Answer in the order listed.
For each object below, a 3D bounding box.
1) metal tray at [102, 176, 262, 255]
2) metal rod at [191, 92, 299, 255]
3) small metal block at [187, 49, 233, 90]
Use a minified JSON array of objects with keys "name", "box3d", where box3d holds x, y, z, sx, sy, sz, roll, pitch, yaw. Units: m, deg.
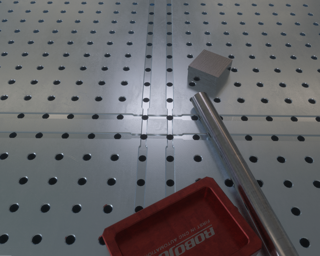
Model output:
[{"name":"metal tray","box3d":[0.021,0.115,0.307,0.131,0.030,0.090,-23,54,-19]},{"name":"metal rod","box3d":[0.099,0.068,0.351,0.025,0.025,0.300,-13,51,-11]},{"name":"small metal block","box3d":[0.078,-0.093,0.486,0.050,0.025,0.050,27,55,20]}]
